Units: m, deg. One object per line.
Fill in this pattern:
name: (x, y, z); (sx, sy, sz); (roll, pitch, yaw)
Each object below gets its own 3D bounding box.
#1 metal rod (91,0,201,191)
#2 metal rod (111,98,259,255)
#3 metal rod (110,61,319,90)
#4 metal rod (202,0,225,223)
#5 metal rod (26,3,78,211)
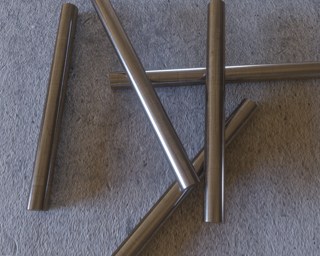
metal rod: (-0.026, -0.061, 0.402); (0.025, 0.025, 0.299); (-23, 72, -8)
metal rod: (0.025, 0.076, 0.380); (0.025, 0.025, 0.301); (39, 74, 13)
metal rod: (0.083, -0.074, 0.435); (0.302, 0.025, 0.025); (-3, 70, -2)
metal rod: (0.070, -0.035, 0.393); (0.025, 0.025, 0.299); (4, 70, 1)
metal rod: (-0.142, -0.042, 0.422); (0.025, 0.025, 0.299); (2, 70, 1)
